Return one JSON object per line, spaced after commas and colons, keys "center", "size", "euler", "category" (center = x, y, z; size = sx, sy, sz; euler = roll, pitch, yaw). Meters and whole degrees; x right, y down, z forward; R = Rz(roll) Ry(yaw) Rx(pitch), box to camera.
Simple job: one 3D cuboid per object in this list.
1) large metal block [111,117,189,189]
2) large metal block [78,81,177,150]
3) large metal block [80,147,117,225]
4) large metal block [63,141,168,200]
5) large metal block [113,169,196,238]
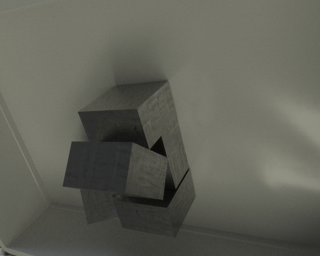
{"center": [-0.014, 0.032, 0.419], "size": [0.080, 0.050, 0.080], "euler": [-1, 118, 28], "category": "large metal block"}
{"center": [-0.036, -0.016, 0.378], "size": [0.080, 0.080, 0.050], "euler": [-1, 118, 28], "category": "large metal block"}
{"center": [-0.092, 0.079, 0.456], "size": [0.050, 0.080, 0.079], "euler": [-11, 123, -15], "category": "large metal block"}
{"center": [-0.047, 0.049, 0.352], "size": [0.080, 0.080, 0.050], "euler": [-1, 73, 28], "category": "large metal block"}
{"center": [-0.005, 0.098, 0.432], "size": [0.080, 0.080, 0.050], "euler": [1, 119, 27], "category": "large metal block"}
